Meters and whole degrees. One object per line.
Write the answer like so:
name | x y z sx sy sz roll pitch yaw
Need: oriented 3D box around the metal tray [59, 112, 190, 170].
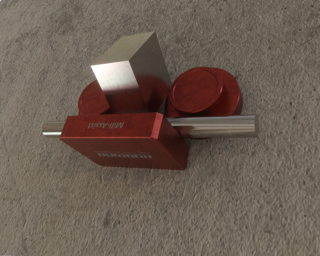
metal tray | -0.041 0.018 0.372 0.130 0.090 0.030 -1 62 27

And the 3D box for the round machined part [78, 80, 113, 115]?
round machined part | -0.080 -0.036 0.454 0.098 0.042 0.098 -13 56 20

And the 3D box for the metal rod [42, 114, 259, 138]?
metal rod | -0.032 0.000 0.394 0.300 0.025 0.025 -1 61 27

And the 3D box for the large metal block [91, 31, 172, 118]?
large metal block | -0.030 -0.064 0.390 0.050 0.080 0.080 -2 37 26

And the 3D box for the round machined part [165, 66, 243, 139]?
round machined part | 0.050 -0.038 0.389 0.098 0.042 0.098 -13 56 20
